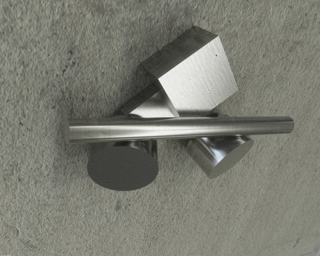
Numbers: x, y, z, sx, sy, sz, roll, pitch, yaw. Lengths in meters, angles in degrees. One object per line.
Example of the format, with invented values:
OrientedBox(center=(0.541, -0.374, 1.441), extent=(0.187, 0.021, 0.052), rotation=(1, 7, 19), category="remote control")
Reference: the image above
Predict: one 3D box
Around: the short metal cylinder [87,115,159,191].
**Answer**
OrientedBox(center=(-0.043, 0.031, 0.369), extent=(0.081, 0.050, 0.079), rotation=(-2, 133, -2), category="short metal cylinder")

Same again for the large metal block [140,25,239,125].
OrientedBox(center=(0.037, -0.061, 0.372), extent=(0.080, 0.050, 0.080), rotation=(-36, 129, -4), category="large metal block")

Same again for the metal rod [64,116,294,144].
OrientedBox(center=(0.045, -0.001, 0.366), extent=(0.303, 0.025, 0.025), rotation=(-2, 119, -28), category="metal rod")

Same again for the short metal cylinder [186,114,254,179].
OrientedBox(center=(0.084, 0.027, 0.437), extent=(0.080, 0.050, 0.080), rotation=(-31, 154, -17), category="short metal cylinder")

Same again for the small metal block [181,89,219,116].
OrientedBox(center=(0.049, -0.017, 0.424), extent=(0.050, 0.025, 0.050), rotation=(-37, 129, -3), category="small metal block")

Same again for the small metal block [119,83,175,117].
OrientedBox(center=(-0.015, -0.019, 0.389), extent=(0.050, 0.025, 0.050), rotation=(-38, 129, -4), category="small metal block")
